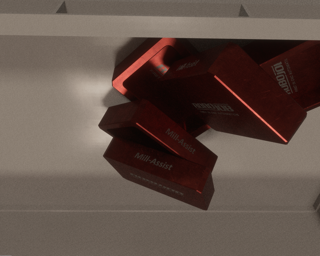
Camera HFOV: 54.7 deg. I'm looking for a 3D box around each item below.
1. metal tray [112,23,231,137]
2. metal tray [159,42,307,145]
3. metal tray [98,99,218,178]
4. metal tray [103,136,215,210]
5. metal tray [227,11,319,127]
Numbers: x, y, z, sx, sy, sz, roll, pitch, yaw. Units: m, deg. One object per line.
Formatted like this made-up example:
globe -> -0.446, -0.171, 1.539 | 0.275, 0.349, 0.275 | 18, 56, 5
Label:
metal tray -> 0.021, -0.046, 0.366 | 0.090, 0.030, 0.130 | -36, 122, 26
metal tray -> 0.059, -0.030, 0.293 | 0.090, 0.130, 0.030 | 39, 83, -16
metal tray -> -0.002, 0.018, 0.389 | 0.130, 0.030, 0.090 | 37, 156, -28
metal tray -> 0.001, 0.059, 0.400 | 0.130, 0.030, 0.090 | 17, 158, 21
metal tray -> 0.136, -0.053, 0.334 | 0.090, 0.030, 0.130 | -26, 147, 20
